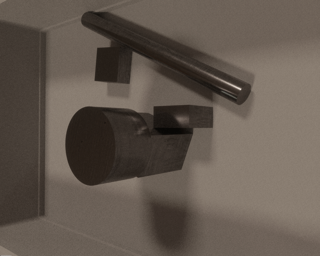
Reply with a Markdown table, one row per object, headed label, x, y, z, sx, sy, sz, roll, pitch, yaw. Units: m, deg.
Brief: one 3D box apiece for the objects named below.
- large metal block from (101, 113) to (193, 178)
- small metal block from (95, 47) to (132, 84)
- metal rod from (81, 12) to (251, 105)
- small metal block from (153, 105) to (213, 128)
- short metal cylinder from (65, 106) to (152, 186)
| label | x | y | z | sx | sy | sz | roll | pitch | yaw |
| --- | --- | --- | --- | --- | --- | --- | --- | --- | --- |
| large metal block | -0.020 | 0.017 | 0.386 | 0.080 | 0.081 | 0.050 | 26 | 107 | 36 |
| small metal block | -0.070 | -0.093 | 0.462 | 0.050 | 0.025 | 0.050 | 10 | 96 | 39 |
| metal rod | -0.013 | -0.105 | 0.415 | 0.300 | 0.025 | 0.025 | 34 | 111 | 34 |
| small metal block | 0.028 | -0.013 | 0.366 | 0.050 | 0.050 | 0.025 | 1 | 91 | 39 |
| short metal cylinder | -0.056 | 0.018 | 0.330 | 0.080 | 0.050 | 0.079 | 0 | 90 | 39 |
